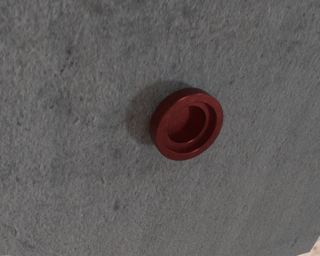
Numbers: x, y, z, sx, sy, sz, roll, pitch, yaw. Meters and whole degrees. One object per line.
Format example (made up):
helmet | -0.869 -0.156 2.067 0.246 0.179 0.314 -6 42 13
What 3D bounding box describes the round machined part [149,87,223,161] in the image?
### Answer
round machined part | 0.031 -0.009 0.409 0.099 0.042 0.097 -14 125 -21
